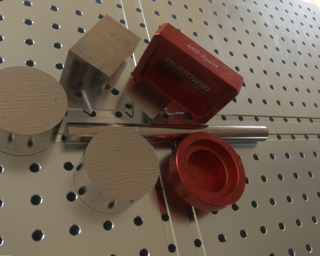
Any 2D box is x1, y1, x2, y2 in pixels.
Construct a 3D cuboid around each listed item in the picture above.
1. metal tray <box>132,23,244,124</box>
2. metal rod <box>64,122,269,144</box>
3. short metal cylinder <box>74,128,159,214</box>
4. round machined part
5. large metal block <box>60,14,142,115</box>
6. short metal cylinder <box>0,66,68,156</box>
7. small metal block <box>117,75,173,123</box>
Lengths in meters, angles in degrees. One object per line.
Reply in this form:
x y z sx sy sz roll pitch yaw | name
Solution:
0.036 -0.070 0.428 0.130 0.090 0.030 35 51 -6 | metal tray
0.028 0.007 0.418 0.303 0.025 0.025 1 62 -28 | metal rod
-0.048 0.047 0.337 0.081 0.050 0.080 14 56 -21 | short metal cylinder
0.055 0.057 0.392 0.099 0.042 0.098 14 56 -21 | round machined part
-0.075 -0.077 0.379 0.050 0.080 0.080 34 51 -7 | large metal block
-0.143 -0.018 0.325 0.081 0.050 0.080 14 56 -21 | short metal cylinder
-0.020 -0.036 0.419 0.050 0.025 0.050 43 51 1 | small metal block
